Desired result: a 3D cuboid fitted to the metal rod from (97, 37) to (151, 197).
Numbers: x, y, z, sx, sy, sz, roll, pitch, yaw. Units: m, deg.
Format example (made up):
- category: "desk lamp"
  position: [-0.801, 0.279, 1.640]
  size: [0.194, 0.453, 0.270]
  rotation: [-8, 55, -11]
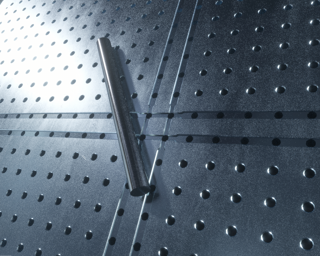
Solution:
- category: "metal rod"
  position: [-0.062, -0.037, 0.461]
  size: [0.025, 0.025, 0.299]
  rotation: [-27, 52, 11]
